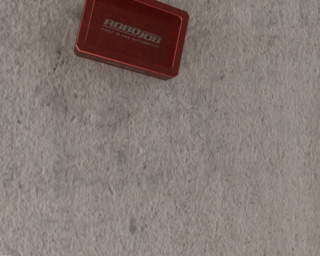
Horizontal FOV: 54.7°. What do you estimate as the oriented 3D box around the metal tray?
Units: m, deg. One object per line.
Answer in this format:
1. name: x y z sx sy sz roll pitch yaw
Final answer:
1. metal tray: -0.034 -0.121 0.394 0.131 0.030 0.090 12 86 -20
